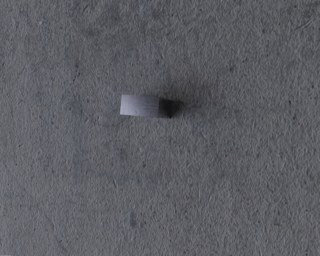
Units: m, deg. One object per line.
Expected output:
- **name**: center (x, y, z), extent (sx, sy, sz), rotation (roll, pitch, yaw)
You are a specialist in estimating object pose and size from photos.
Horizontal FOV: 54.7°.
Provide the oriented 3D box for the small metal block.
- **small metal block**: center (-0.017, -0.027, 0.401), extent (0.050, 0.050, 0.025), rotation (6, 92, 19)
